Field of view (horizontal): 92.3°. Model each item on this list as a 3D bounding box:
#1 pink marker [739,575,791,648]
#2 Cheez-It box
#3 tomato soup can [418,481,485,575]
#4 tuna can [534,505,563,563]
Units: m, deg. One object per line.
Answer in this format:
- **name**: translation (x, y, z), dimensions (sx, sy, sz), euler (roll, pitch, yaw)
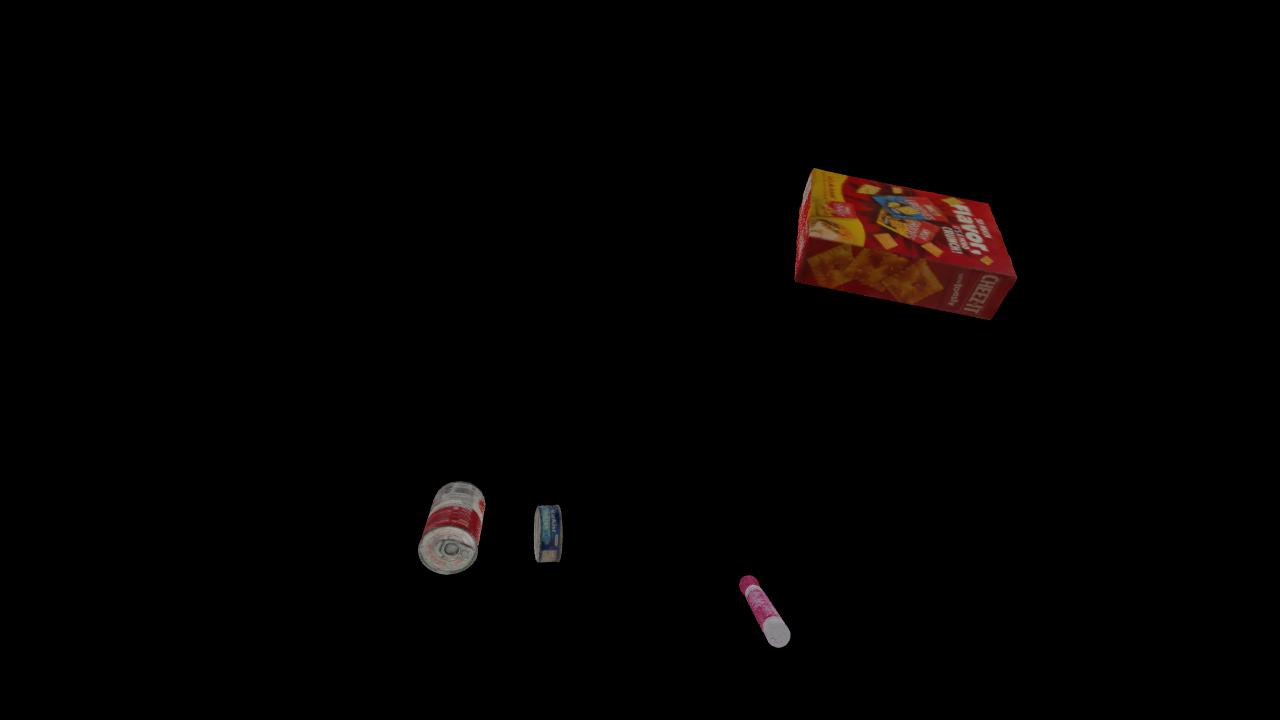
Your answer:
- **pink marker**: translation (0.105, 0.213, 0.531), dimensions (0.020, 0.020, 0.121), euler (0, -1, -2)
- **Cheez-It box**: translation (0.301, -0.141, 0.724), dimensions (0.223, 0.071, 0.166), euler (12, 44, 6)
- **tomato soup can**: translation (-0.228, 0.203, 0.755), dimensions (0.068, 0.068, 0.101), euler (0, 20, -9)
- **tuna can**: translation (-0.139, 0.261, 0.927), dimensions (0.034, 0.084, 0.084), euler (3, -1, -16)
